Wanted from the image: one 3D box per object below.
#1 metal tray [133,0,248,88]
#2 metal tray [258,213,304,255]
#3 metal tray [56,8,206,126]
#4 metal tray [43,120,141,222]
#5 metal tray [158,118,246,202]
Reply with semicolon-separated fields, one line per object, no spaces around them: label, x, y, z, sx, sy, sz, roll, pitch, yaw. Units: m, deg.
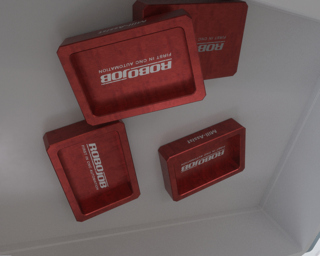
metal tray;0.035;-0.101;0.362;0.131;0.030;0.089;-11;123;-22
metal tray;0.262;0.237;0.664;0.131;0.030;0.090;6;119;-58
metal tray;-0.025;-0.060;0.319;0.131;0.030;0.090;-13;121;4
metal tray;-0.081;0.051;0.392;0.091;0.030;0.129;-20;126;-17
metal tray;0.067;0.048;0.471;0.131;0.030;0.089;-21;127;-16
